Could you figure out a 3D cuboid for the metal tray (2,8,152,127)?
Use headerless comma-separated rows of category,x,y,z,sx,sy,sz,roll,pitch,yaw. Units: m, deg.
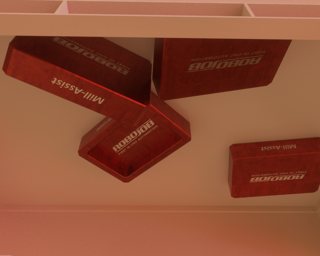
metal tray,-0.073,-0.062,0.312,0.131,0.090,0.030,23,126,-19

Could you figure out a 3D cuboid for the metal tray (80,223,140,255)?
metal tray,-0.094,0.238,0.609,0.090,0.030,0.129,-6,130,5

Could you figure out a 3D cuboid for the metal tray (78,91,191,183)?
metal tray,-0.035,0.015,0.417,0.130,0.030,0.090,-37,122,27

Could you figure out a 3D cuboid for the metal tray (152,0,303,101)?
metal tray,0.061,-0.076,0.308,0.131,0.030,0.089,-9,143,-12

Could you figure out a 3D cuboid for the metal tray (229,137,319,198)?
metal tray,0.170,0.061,0.459,0.131,0.030,0.089,-5,130,4
